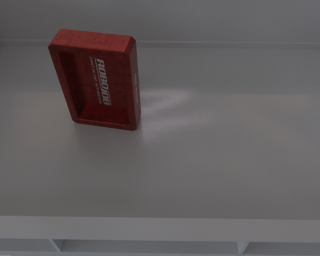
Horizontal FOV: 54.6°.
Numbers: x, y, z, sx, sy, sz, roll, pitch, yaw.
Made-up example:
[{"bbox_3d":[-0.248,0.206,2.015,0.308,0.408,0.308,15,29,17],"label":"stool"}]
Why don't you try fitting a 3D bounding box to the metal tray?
[{"bbox_3d":[-0.073,-0.054,0.382,0.090,0.129,0.030,8,51,6],"label":"metal tray"}]
